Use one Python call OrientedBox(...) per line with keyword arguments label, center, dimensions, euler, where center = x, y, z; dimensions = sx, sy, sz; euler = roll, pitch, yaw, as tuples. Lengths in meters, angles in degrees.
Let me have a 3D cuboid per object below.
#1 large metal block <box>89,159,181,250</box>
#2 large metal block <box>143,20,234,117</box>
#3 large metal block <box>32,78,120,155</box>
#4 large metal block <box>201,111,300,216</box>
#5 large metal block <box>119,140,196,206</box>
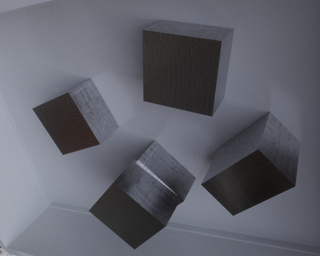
OrientedBox(label="large metal block", center=(-0.034, 0.101, 0.407), dimensions=(0.080, 0.050, 0.080), euler=(41, 129, 0))
OrientedBox(label="large metal block", center=(0.029, -0.067, 0.335), dimensions=(0.080, 0.050, 0.079), euler=(14, 124, 20))
OrientedBox(label="large metal block", center=(-0.120, -0.015, 0.444), dimensions=(0.080, 0.050, 0.080), euler=(-16, 110, 34))
OrientedBox(label="large metal block", center=(0.102, 0.039, 0.343), dimensions=(0.050, 0.080, 0.080), euler=(45, 129, -3))
OrientedBox(label="large metal block", center=(-0.010, 0.078, 0.445), dimensions=(0.080, 0.050, 0.080), euler=(43, 129, -2))
